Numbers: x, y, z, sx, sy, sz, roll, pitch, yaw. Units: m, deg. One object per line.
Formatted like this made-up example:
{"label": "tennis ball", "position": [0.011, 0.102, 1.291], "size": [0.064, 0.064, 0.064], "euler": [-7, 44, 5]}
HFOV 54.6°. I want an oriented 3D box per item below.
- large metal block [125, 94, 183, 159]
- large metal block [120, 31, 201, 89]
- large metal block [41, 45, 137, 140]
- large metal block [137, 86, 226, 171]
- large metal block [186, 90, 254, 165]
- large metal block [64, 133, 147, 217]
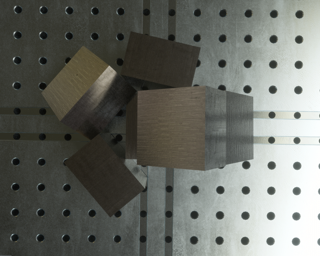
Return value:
{"label": "large metal block", "position": [-0.001, -0.002, 0.401], "size": [0.080, 0.050, 0.080], "euler": [1, 90, 0]}
{"label": "large metal block", "position": [0.001, -0.075, 0.386], "size": [0.080, 0.080, 0.050], "euler": [13, 90, 0]}
{"label": "large metal block", "position": [-0.088, -0.044, 0.379], "size": [0.080, 0.080, 0.050], "euler": [-49, 134, 0]}
{"label": "large metal block", "position": [0.023, 0.000, 0.332], "size": [0.080, 0.050, 0.080], "euler": [0, 89, 34]}
{"label": "large metal block", "position": [0.075, 0.000, 0.378], "size": [0.050, 0.080, 0.080], "euler": [0, 89, 38]}
{"label": "large metal block", "position": [-0.062, 0.053, 0.384], "size": [0.050, 0.080, 0.080], "euler": [-40, 91, 0]}
